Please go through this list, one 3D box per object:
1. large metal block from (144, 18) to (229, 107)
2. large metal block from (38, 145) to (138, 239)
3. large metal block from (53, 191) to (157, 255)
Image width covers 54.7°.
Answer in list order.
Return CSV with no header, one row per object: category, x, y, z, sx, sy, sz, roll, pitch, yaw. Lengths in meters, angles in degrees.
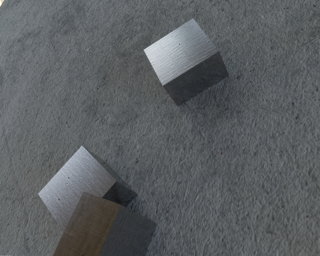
large metal block,0.035,-0.090,0.425,0.080,0.050,0.080,-31,52,8
large metal block,-0.090,0.082,0.384,0.080,0.050,0.080,-49,52,-6
large metal block,-0.055,0.122,0.323,0.050,0.080,0.080,10,67,32
